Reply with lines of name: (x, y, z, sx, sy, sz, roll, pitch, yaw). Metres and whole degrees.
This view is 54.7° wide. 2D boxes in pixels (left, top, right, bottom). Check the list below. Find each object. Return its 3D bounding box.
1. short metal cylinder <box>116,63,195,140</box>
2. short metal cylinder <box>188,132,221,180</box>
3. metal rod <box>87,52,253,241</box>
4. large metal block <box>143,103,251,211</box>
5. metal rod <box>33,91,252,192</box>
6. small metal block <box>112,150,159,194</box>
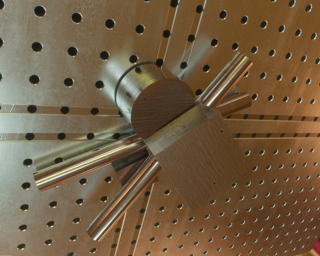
short metal cylinder: (-0.006, -0.030, 0.369, 0.081, 0.050, 0.079, -14, 124, -21)
short metal cylinder: (0.056, 0.047, 0.431, 0.050, 0.080, 0.080, -37, 129, -3)
metal rod: (0.008, 0.028, 0.397, 0.299, 0.025, 0.025, -50, 129, 7)
large metal block: (0.041, 0.030, 0.350, 0.080, 0.050, 0.080, -34, 112, -5)
metal rod: (-0.010, 0.011, 0.408, 0.302, 0.025, 0.025, -21, 127, -16)
small metal block: (-0.034, 0.059, 0.425, 0.050, 0.025, 0.050, -25, 128, -13)
